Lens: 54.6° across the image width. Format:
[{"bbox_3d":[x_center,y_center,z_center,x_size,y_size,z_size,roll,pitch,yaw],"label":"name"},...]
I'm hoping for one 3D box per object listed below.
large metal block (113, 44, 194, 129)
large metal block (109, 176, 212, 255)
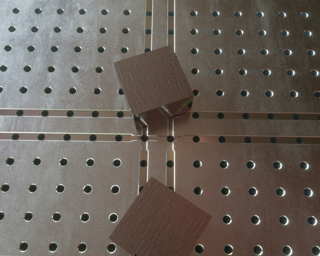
[{"bbox_3d":[-0.009,-0.055,0.419,0.080,0.050,0.080,-19,71,-7],"label":"large metal block"},{"bbox_3d":[0.001,0.115,0.357,0.080,0.050,0.080,32,73,11],"label":"large metal block"}]
